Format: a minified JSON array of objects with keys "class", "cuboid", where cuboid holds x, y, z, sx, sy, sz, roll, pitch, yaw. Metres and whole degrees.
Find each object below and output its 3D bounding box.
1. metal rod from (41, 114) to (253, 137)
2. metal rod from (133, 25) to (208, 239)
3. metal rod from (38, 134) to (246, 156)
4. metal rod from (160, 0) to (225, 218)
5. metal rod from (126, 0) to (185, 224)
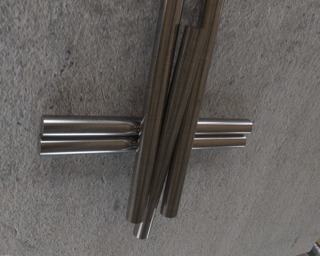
[{"class":"metal rod","cuboid":[0.004,-0.002,0.411,0.303,0.025,0.025,0,119,-29]},{"class":"metal rod","cuboid":[0.006,0.023,0.394,0.025,0.025,0.298,0,118,-29]},{"class":"metal rod","cuboid":[-0.003,0.019,0.421,0.303,0.025,0.025,0,119,-29]},{"class":"metal rod","cuboid":[0.038,-0.020,0.390,0.025,0.025,0.298,0,110,-29]},{"class":"metal rod","cuboid":[-0.008,-0.020,0.366,0.025,0.025,0.298,0,110,-29]}]
